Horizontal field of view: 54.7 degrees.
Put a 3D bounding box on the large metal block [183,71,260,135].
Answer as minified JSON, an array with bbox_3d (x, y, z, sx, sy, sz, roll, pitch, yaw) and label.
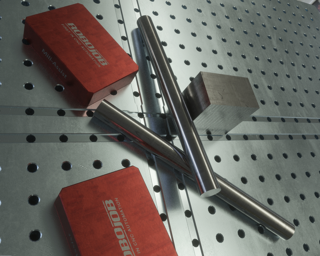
[{"bbox_3d":[0.075,-0.031,0.434,0.081,0.080,0.050,2,61,-28],"label":"large metal block"}]

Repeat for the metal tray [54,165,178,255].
[{"bbox_3d":[-0.041,0.112,0.316,0.091,0.030,0.130,-15,69,-34],"label":"metal tray"}]

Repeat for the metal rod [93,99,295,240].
[{"bbox_3d":[0.048,0.057,0.401,0.301,0.025,0.025,34,51,-7],"label":"metal rod"}]

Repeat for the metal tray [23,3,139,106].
[{"bbox_3d":[-0.103,-0.101,0.412,0.130,0.030,0.091,48,51,5],"label":"metal tray"}]

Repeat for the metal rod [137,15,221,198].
[{"bbox_3d":[0.016,-0.049,0.428,0.025,0.025,0.299,-1,56,-29],"label":"metal rod"}]
